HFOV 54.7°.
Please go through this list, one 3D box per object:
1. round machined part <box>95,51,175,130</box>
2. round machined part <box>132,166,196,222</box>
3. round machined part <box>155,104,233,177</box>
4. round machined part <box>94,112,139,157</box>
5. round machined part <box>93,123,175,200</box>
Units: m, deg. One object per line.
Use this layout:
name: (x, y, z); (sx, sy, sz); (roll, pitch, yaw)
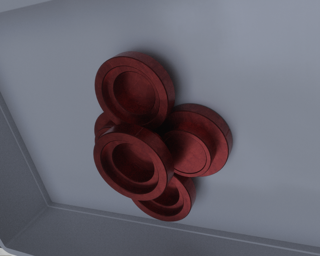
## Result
round machined part: (-0.027, -0.046, 0.379); (0.098, 0.042, 0.097); (13, 124, 20)
round machined part: (0.005, 0.082, 0.442); (0.098, 0.042, 0.097); (13, 124, 20)
round machined part: (0.037, 0.022, 0.388); (0.098, 0.042, 0.097); (13, 124, 20)
round machined part: (-0.051, 0.019, 0.432); (0.098, 0.042, 0.097); (13, 124, 20)
round machined part: (-0.028, 0.037, 0.376); (0.098, 0.042, 0.097); (13, 124, 20)
